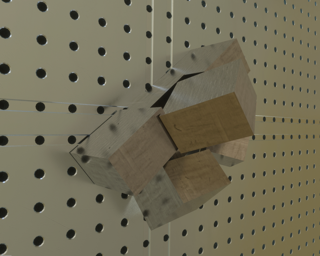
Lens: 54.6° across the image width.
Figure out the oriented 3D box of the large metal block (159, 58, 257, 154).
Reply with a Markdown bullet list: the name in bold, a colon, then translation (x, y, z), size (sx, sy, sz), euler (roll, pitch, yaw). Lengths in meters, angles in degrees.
- **large metal block**: translation (0.056, -0.025, 0.337), size (0.050, 0.080, 0.080), euler (60, 31, -23)

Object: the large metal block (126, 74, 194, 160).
- **large metal block**: translation (0.010, -0.011, 0.402), size (0.080, 0.050, 0.080), euler (-47, 118, -30)

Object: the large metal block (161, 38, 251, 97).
- **large metal block**: translation (0.062, -0.073, 0.424), size (0.080, 0.080, 0.050), euler (-47, 119, -30)

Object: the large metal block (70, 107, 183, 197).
- **large metal block**: translation (-0.037, 0.022, 0.340), size (0.080, 0.080, 0.050), euler (-46, 118, -30)

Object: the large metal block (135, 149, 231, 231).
- **large metal block**: translation (0.026, 0.076, 0.385), size (0.081, 0.080, 0.050), euler (-11, 61, -39)

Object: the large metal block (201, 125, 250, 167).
- **large metal block**: translation (0.093, 0.007, 0.441), size (0.050, 0.080, 0.080), euler (15, 77, 3)
